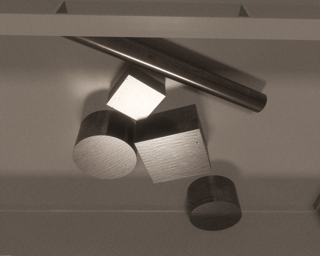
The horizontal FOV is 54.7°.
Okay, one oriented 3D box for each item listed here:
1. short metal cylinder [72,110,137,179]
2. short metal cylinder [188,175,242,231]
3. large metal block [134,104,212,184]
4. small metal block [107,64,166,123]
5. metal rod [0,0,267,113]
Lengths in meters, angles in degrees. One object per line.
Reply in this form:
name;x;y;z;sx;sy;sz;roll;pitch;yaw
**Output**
short metal cylinder;-0.070;0.023;0.411;0.081;0.050;0.079;0;130;0
short metal cylinder;0.086;0.121;0.498;0.081;0.050;0.079;0;130;0
large metal block;0.019;0.023;0.412;0.080;0.050;0.080;-13;129;10
small metal block;-0.029;-0.041;0.374;0.050;0.025;0.050;28;124;-23
metal rod;-0.013;-0.077;0.343;0.302;0.025;0.025;19;128;-16
